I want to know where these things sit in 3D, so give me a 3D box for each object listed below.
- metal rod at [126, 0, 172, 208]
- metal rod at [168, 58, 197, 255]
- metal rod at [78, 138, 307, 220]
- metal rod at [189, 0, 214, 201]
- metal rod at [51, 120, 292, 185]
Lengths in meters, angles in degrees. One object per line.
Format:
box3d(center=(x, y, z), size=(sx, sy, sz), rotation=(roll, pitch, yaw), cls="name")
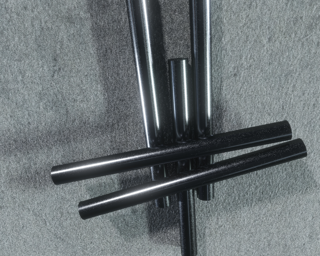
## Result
box3d(center=(-0.012, -0.030, 0.398), size=(0.025, 0.025, 0.298), rotation=(-6, 110, 2), cls="metal rod")
box3d(center=(0.034, 0.055, 0.430), size=(0.025, 0.025, 0.298), rotation=(-4, 110, 1), cls="metal rod")
box3d(center=(0.038, 0.069, 0.407), size=(0.301, 0.025, 0.025), rotation=(-17, 110, 5), cls="metal rod")
box3d(center=(0.054, -0.041, 0.395), size=(0.025, 0.025, 0.298), rotation=(-4, 110, 1), cls="metal rod")
box3d(center=(0.012, 0.032, 0.394), size=(0.302, 0.025, 0.025), rotation=(-11, 110, 3), cls="metal rod")
